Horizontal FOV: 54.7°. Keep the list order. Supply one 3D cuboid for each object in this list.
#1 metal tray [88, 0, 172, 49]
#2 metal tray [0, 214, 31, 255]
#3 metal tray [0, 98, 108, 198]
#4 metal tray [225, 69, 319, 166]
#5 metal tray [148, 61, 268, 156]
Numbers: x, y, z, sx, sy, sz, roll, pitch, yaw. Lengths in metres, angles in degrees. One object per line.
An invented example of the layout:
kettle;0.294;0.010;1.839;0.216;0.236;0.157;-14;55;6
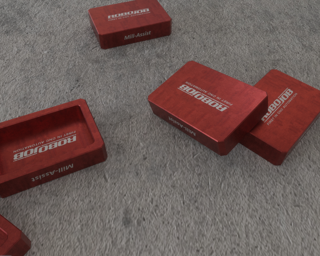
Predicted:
metal tray;-0.055;-0.192;0.561;0.131;0.030;0.090;-16;52;-14
metal tray;-0.202;0.132;0.286;0.090;0.030;0.131;27;55;21
metal tray;-0.142;0.020;0.381;0.131;0.030;0.090;-20;53;-16
metal tray;0.156;-0.020;0.418;0.090;0.030;0.131;35;58;26
metal tray;0.059;-0.032;0.401;0.090;0.030;0.130;-43;51;-17
